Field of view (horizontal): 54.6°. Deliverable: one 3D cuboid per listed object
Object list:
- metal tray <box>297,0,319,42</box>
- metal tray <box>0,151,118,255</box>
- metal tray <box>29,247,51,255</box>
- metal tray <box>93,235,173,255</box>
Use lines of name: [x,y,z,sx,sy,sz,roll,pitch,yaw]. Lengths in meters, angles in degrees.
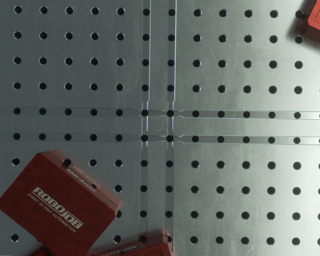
metal tray: [0.254,-0.173,0.412,0.090,0.030,0.130,25,90,0]
metal tray: [-0.133,0.104,0.410,0.130,0.030,0.090,39,90,0]
metal tray: [-0.150,0.230,0.392,0.090,0.030,0.130,-37,85,16]
metal tray: [-0.041,0.206,0.410,0.131,0.030,0.090,-17,90,0]
